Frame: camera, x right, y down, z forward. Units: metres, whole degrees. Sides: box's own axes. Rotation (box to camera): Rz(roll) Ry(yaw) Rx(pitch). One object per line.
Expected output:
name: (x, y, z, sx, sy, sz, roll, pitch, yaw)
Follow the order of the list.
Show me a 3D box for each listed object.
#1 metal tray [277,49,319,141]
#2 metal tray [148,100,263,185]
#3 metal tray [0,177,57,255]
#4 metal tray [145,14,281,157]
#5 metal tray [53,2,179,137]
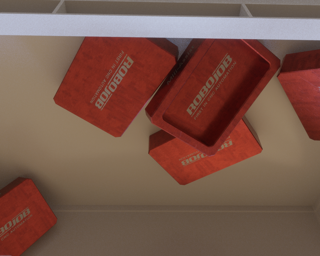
metal tray: (0.200, -0.032, 0.347, 0.090, 0.030, 0.130, 1, 145, 45)
metal tray: (0.061, 0.022, 0.426, 0.130, 0.030, 0.090, -28, 125, 21)
metal tray: (-0.227, 0.144, 0.448, 0.030, 0.131, 0.090, -3, 119, 43)
metal tray: (0.057, -0.044, 0.336, 0.090, 0.030, 0.130, 31, 100, -24)
metal tray: (-0.051, -0.058, 0.347, 0.090, 0.030, 0.129, 31, 124, -14)
